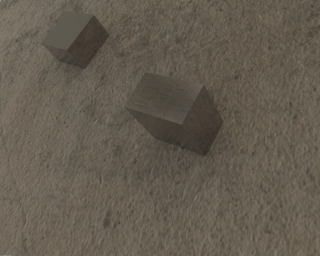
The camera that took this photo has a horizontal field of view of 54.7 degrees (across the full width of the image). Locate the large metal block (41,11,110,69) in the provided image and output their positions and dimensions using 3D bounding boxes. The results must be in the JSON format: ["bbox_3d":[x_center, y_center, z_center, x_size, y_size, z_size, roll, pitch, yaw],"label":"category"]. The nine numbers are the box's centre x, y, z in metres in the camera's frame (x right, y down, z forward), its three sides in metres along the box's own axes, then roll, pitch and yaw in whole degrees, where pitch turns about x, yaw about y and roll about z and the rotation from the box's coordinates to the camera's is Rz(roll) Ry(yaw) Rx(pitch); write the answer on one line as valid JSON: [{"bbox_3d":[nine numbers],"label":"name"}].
[{"bbox_3d":[-0.154,-0.162,0.566,0.080,0.050,0.080,22,73,35],"label":"large metal block"}]

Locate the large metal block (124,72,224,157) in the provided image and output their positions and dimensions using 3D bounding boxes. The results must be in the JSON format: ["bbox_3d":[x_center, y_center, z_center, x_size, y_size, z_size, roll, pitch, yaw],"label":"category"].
[{"bbox_3d":[0.019,-0.016,0.367,0.080,0.080,0.050,18,72,35],"label":"large metal block"}]
